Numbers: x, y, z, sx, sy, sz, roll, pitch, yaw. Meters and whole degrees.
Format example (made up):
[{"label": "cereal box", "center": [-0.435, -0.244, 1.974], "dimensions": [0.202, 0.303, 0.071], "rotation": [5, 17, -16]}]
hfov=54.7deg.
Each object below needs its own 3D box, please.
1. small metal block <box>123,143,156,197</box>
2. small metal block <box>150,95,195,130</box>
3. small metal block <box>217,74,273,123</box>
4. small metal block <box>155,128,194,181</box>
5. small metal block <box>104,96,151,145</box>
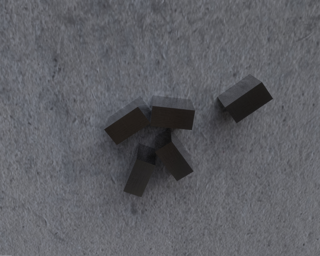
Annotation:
[{"label": "small metal block", "center": [-0.027, 0.056, 0.417], "dimensions": [0.025, 0.050, 0.050], "rotation": [20, 109, -8]}, {"label": "small metal block", "center": [0.015, -0.020, 0.389], "dimensions": [0.050, 0.050, 0.025], "rotation": [6, 110, -3]}, {"label": "small metal block", "center": [0.104, -0.038, 0.384], "dimensions": [0.050, 0.050, 0.025], "rotation": [-36, 107, 12]}, {"label": "small metal block", "center": [0.018, 0.033, 0.409], "dimensions": [0.025, 0.050, 0.050], "rotation": [-33, 107, 11]}, {"label": "small metal block", "center": [-0.039, -0.011, 0.392], "dimensions": [0.050, 0.050, 0.025], "rotation": [-33, 107, 11]}]
